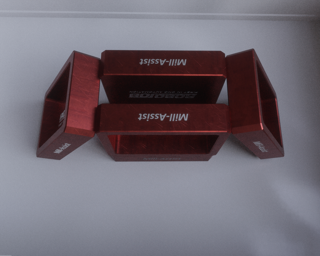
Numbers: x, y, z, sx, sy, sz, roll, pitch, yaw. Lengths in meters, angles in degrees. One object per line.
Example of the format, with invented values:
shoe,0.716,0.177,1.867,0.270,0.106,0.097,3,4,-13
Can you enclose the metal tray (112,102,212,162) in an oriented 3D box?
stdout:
metal tray,0.002,-0.003,0.407,0.131,0.030,0.090,0,70,-1

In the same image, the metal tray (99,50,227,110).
metal tray,0.003,-0.052,0.360,0.131,0.090,0.030,0,70,0

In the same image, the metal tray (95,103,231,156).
metal tray,0.003,0.005,0.340,0.131,0.090,0.030,0,70,-1

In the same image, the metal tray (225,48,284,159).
metal tray,0.114,-0.021,0.362,0.030,0.130,0.090,-11,68,28

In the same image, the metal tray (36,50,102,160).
metal tray,-0.109,-0.019,0.360,0.030,0.130,0.090,12,68,-30
